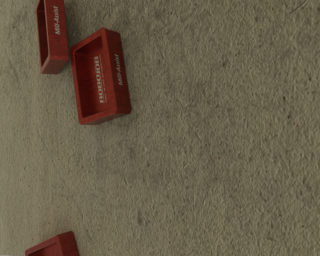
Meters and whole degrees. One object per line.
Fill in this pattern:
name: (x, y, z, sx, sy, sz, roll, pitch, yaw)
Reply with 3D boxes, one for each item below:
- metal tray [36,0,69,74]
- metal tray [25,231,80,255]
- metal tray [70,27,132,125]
metal tray: (-0.189, -0.168, 0.538, 0.090, 0.030, 0.129, -16, 79, 59)
metal tray: (-0.193, 0.249, 0.561, 0.130, 0.030, 0.090, -32, 70, 35)
metal tray: (-0.094, -0.076, 0.479, 0.090, 0.030, 0.129, -15, 80, 39)
